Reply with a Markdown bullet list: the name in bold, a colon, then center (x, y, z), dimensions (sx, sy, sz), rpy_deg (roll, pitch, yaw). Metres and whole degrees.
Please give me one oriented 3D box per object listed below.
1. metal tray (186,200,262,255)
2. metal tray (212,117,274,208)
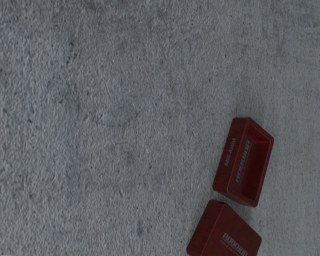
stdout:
- **metal tray**: center (0.106, 0.185, 0.491), dimensions (0.130, 0.030, 0.090), rpy_deg (46, 63, -31)
- **metal tray**: center (0.143, 0.057, 0.521), dimensions (0.090, 0.030, 0.130), rpy_deg (33, 70, -35)
